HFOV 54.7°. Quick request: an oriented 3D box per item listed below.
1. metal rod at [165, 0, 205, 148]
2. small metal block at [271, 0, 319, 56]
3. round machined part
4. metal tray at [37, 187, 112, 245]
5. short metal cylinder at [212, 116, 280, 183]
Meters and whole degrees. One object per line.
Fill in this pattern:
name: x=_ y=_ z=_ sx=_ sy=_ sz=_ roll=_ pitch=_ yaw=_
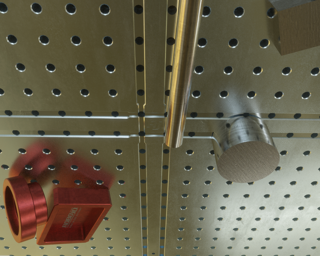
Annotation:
metal rod: x=0.029 y=-0.094 z=0.331 sx=0.025 sy=0.025 sz=0.298 roll=3 pitch=130 yaw=-3
small metal block: x=0.146 y=-0.109 z=0.321 sx=0.050 sy=0.025 sz=0.050 roll=-14 pitch=129 yaw=11
round machined part: x=-0.205 y=0.120 z=0.474 sx=0.042 sy=0.098 sz=0.097 roll=-10 pitch=140 yaw=-38
metal tray: x=-0.146 y=0.150 z=0.517 sx=0.091 sy=0.030 sz=0.129 roll=9 pitch=132 yaw=-30
short metal cylinder: x=0.115 y=0.030 z=0.423 sx=0.081 sy=0.050 sz=0.079 roll=0 pitch=130 yaw=0
